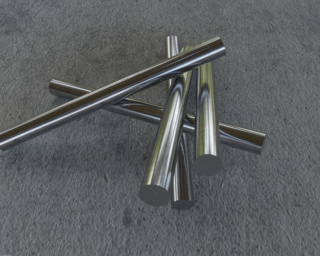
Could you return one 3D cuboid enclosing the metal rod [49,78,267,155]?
[{"bbox_3d":[-0.020,-0.021,0.395,0.301,0.025,0.025,16,52,23],"label":"metal rod"}]

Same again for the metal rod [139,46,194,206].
[{"bbox_3d":[0.020,-0.032,0.365,0.025,0.025,0.301,8,36,6],"label":"metal rod"}]

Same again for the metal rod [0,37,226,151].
[{"bbox_3d":[-0.062,-0.042,0.387,0.301,0.025,0.025,-23,53,0],"label":"metal rod"}]

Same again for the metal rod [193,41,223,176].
[{"bbox_3d":[0.058,-0.050,0.392,0.025,0.025,0.301,5,34,4],"label":"metal rod"}]

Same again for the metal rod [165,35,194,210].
[{"bbox_3d":[0.022,-0.032,0.429,0.025,0.025,0.300,0,50,-1],"label":"metal rod"}]
